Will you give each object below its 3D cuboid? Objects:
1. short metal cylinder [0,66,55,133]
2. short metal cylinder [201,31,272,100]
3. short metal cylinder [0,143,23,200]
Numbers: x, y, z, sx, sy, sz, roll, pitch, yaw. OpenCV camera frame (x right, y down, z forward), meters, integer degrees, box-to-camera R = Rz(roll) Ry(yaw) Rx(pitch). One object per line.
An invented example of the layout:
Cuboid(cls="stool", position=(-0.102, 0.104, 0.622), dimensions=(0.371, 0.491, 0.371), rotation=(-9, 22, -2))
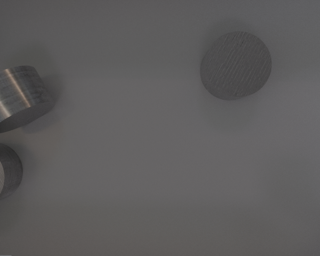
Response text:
Cuboid(cls="short metal cylinder", position=(-0.179, -0.034, 0.382), dimensions=(0.080, 0.080, 0.050), rotation=(-30, 90, 0))
Cuboid(cls="short metal cylinder", position=(0.095, -0.077, 0.399), dimensions=(0.081, 0.050, 0.080), rotation=(0, 90, 0))
Cuboid(cls="short metal cylinder", position=(-0.227, 0.059, 0.397), dimensions=(0.081, 0.050, 0.080), rotation=(0, 90, 0))
